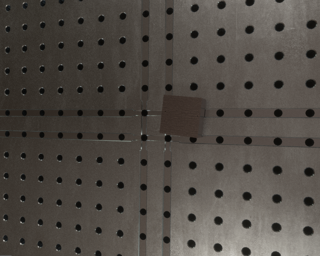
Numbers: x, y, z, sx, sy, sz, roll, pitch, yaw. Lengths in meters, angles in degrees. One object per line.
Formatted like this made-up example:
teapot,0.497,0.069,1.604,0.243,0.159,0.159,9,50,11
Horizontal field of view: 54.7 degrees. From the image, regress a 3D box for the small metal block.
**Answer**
small metal block,0.030,-0.015,0.401,0.050,0.025,0.050,7,92,19
